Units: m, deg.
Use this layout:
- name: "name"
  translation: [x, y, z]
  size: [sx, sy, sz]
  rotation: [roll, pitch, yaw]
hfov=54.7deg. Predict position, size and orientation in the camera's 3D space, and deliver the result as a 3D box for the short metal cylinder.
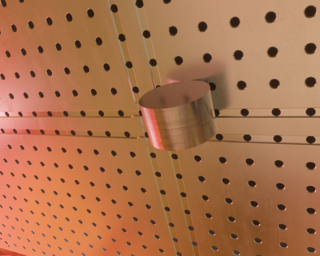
- name: "short metal cylinder"
  translation: [0.021, -0.016, 0.353]
  size: [0.080, 0.080, 0.050]
  rotation: [0, 118, 28]
